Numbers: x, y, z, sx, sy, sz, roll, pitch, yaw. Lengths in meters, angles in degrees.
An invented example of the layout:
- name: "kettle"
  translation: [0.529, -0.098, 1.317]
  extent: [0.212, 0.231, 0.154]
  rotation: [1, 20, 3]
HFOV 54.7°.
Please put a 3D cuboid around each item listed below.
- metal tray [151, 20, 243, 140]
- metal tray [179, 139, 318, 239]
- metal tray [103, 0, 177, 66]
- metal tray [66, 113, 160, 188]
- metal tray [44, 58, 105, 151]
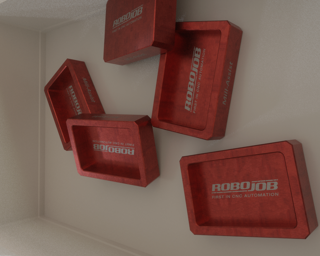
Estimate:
- name: "metal tray"
  translation: [0.040, -0.057, 0.368]
  extent: [0.090, 0.030, 0.129]
  rotation: [14, 99, 38]
- name: "metal tray"
  translation: [0.087, 0.066, 0.330]
  extent: [0.130, 0.030, 0.090]
  rotation: [-14, 81, 38]
- name: "metal tray"
  translation: [-0.030, -0.137, 0.402]
  extent: [0.130, 0.030, 0.089]
  rotation: [2, 89, 55]
- name: "metal tray"
  translation: [-0.068, 0.027, 0.431]
  extent: [0.130, 0.030, 0.089]
  rotation: [3, 110, 33]
- name: "metal tray"
  translation: [-0.143, -0.038, 0.518]
  extent: [0.090, 0.030, 0.130]
  rotation: [-38, 67, 33]
